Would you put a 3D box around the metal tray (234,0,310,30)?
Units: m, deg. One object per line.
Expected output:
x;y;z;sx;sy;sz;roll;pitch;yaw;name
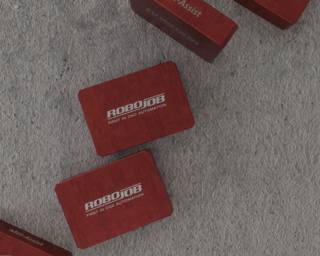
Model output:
0.167;-0.209;0.408;0.090;0.030;0.130;31;90;0;metal tray

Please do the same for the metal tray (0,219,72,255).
-0.195;0.184;0.406;0.131;0.030;0.090;25;90;0;metal tray

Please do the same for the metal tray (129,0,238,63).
0.024;-0.135;0.377;0.130;0.090;0.030;34;90;0;metal tray

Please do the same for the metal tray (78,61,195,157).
-0.030;-0.024;0.407;0.131;0.030;0.090;-18;90;0;metal tray

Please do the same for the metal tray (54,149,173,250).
-0.058;0.091;0.407;0.131;0.030;0.090;-21;90;0;metal tray
